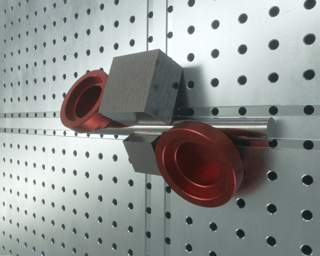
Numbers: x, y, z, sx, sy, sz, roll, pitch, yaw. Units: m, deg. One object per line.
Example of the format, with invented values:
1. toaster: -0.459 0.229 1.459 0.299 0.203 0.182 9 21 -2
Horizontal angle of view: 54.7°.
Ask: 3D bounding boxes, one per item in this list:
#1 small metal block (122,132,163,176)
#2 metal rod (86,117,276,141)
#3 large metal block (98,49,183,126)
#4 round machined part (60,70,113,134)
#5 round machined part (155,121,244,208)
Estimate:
1. small metal block: -0.016 0.033 0.410 0.050 0.025 0.050 1 120 40
2. metal rod: -0.002 -0.001 0.412 0.300 0.025 0.025 1 91 40
3. large metal block: -0.025 -0.049 0.399 0.080 0.050 0.080 1 73 40
4. round machined part: -0.100 -0.035 0.464 0.098 0.042 0.098 -20 52 29
5. round machined part: 0.047 0.036 0.344 0.098 0.042 0.097 20 127 30
